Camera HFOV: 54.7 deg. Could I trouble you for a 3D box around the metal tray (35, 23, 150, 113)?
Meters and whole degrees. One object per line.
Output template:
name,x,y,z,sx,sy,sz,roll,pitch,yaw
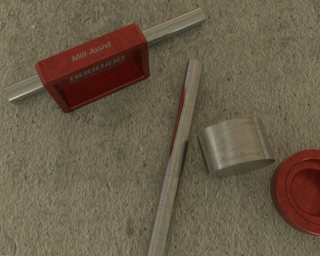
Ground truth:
metal tray,-0.079,-0.073,0.399,0.131,0.090,0.030,-25,72,-9

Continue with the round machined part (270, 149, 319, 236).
round machined part,0.182,0.078,0.372,0.099,0.042,0.098,0,70,0

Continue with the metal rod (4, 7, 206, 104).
metal rod,-0.072,-0.108,0.446,0.302,0.025,0.025,-25,72,-9

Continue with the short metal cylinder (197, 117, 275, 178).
short metal cylinder,0.089,0.025,0.370,0.081,0.080,0.050,-10,71,-4

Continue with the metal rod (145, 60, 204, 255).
metal rod,0.019,0.047,0.391,0.025,0.025,0.299,12,70,4
